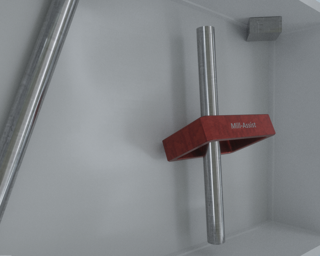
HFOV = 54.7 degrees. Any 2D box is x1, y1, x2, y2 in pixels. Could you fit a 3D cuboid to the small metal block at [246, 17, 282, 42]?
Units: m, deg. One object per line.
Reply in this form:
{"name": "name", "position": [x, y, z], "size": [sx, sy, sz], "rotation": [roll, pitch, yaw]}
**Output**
{"name": "small metal block", "position": [0.176, -0.167, 0.527], "size": [0.050, 0.050, 0.025], "rotation": [0, 91, -81]}

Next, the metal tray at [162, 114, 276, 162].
{"name": "metal tray", "position": [0.081, 0.013, 0.422], "size": [0.131, 0.090, 0.030], "rotation": [-3, 70, -36]}

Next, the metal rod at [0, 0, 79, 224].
{"name": "metal rod", "position": [-0.133, -0.003, 0.295], "size": [0.025, 0.025, 0.299], "rotation": [24, 75, -38]}

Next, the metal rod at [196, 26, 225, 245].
{"name": "metal rod", "position": [0.071, 0.011, 0.433], "size": [0.025, 0.025, 0.298], "rotation": [-4, 92, -40]}
